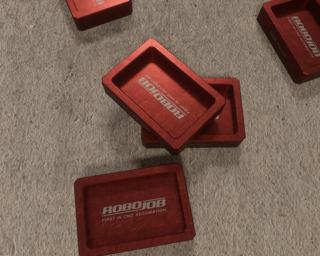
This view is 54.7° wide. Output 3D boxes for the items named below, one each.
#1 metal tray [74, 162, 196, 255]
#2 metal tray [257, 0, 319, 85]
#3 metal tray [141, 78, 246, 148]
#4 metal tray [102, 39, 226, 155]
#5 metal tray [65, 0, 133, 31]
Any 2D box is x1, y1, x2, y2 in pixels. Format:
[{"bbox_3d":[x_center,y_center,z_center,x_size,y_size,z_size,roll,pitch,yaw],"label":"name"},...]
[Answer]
[{"bbox_3d":[-0.031,0.097,0.369,0.131,0.030,0.090,-9,70,-4],"label":"metal tray"},{"bbox_3d":[0.215,-0.137,0.458,0.091,0.030,0.130,-19,71,-8],"label":"metal tray"},{"bbox_3d":[0.041,-0.020,0.413,0.131,0.030,0.090,-1,70,-1],"label":"metal tray"},{"bbox_3d":[0.004,-0.041,0.387,0.130,0.030,0.090,43,75,13],"label":"metal tray"},{"bbox_3d":[-0.108,-0.223,0.485,0.091,0.030,0.130,-22,72,-8],"label":"metal tray"}]
